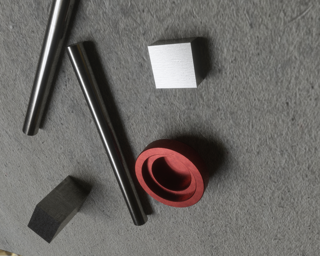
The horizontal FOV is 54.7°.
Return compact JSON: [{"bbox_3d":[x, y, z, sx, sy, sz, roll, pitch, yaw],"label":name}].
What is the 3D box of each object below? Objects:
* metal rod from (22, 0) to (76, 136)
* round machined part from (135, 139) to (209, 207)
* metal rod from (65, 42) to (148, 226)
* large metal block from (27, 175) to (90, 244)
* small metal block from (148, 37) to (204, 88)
[{"bbox_3d":[-0.154,-0.093,0.427,0.025,0.025,0.298,36,129,3],"label":"metal rod"},{"bbox_3d":[0.019,0.056,0.419,0.098,0.042,0.097,13,124,20],"label":"round machined part"},{"bbox_3d":[-0.071,0.024,0.456,0.025,0.025,0.298,-2,118,29],"label":"metal rod"},{"bbox_3d":[-0.180,0.145,0.553,0.050,0.080,0.080,38,129,3],"label":"large metal block"},{"bbox_3d":[0.019,-0.073,0.351,0.050,0.025,0.050,2,120,26],"label":"small metal block"}]
